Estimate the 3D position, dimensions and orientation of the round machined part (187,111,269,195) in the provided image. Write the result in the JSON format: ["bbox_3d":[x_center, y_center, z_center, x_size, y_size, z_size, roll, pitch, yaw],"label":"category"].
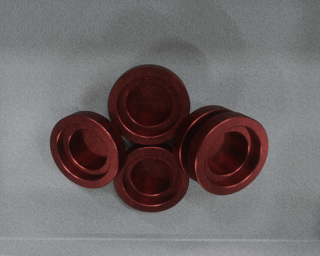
[{"bbox_3d":[0.076,0.027,0.370,0.099,0.042,0.097,-8,112,-21],"label":"round machined part"}]

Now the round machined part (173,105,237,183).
[{"bbox_3d":[0.061,0.017,0.396,0.099,0.042,0.097,-8,111,-21],"label":"round machined part"}]

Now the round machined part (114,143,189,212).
[{"bbox_3d":[-0.011,0.062,0.422,0.099,0.042,0.097,0,110,0],"label":"round machined part"}]

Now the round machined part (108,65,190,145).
[{"bbox_3d":[-0.013,-0.031,0.388,0.099,0.042,0.097,0,110,0],"label":"round machined part"}]

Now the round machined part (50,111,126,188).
[{"bbox_3d":[-0.087,0.024,0.398,0.098,0.042,0.097,7,111,19],"label":"round machined part"}]
